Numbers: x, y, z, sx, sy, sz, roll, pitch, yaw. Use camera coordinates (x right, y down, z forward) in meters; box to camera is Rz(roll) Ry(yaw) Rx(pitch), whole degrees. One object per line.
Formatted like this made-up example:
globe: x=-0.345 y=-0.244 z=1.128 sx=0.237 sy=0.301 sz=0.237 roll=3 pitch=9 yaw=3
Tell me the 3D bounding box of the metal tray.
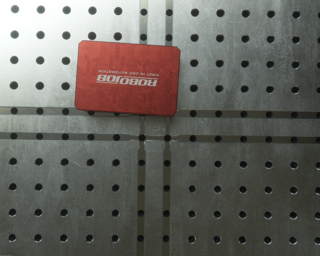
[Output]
metal tray: x=-0.042 y=-0.064 z=0.410 sx=0.131 sy=0.030 sz=0.089 roll=4 pitch=90 yaw=-1
